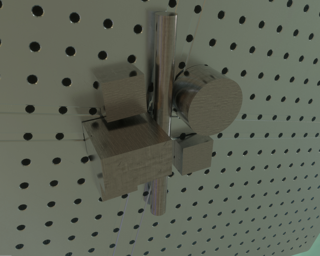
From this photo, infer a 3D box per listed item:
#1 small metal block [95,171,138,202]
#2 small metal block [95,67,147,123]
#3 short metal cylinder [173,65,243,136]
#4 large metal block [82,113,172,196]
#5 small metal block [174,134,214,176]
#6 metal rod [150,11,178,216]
[{"bbox_3d":[-0.060,0.066,0.421,0.050,0.025,0.050,-15,125,-21],"label":"small metal block"},{"bbox_3d":[-0.045,-0.039,0.364,0.050,0.025,0.050,-16,125,-20],"label":"small metal block"},{"bbox_3d":[0.060,-0.036,0.406,0.081,0.050,0.079,-14,125,-21],"label":"short metal cylinder"},{"bbox_3d":[-0.040,0.024,0.368,0.081,0.080,0.050,-15,125,-21],"label":"large metal block"},{"bbox_3d":[0.050,0.038,0.464,0.050,0.025,0.050,-14,124,-21],"label":"small metal block"},{"bbox_3d":[0.002,0.003,0.415,0.025,0.025,0.298,-12,124,-22],"label":"metal rod"}]
